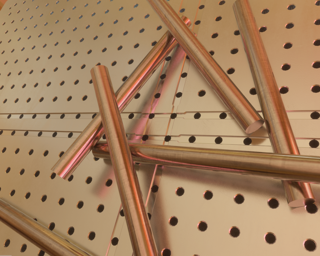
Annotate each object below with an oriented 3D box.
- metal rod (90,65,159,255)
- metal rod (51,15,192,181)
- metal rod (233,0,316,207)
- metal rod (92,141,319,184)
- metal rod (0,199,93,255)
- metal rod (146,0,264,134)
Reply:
[{"bbox_3d":[-0.043,0.048,0.368,0.025,0.025,0.299,-25,63,13],"label":"metal rod"},{"bbox_3d":[-0.046,-0.054,0.446,0.025,0.025,0.300,23,68,36],"label":"metal rod"},{"bbox_3d":[0.127,-0.055,0.375,0.025,0.025,0.300,-16,55,19],"label":"metal rod"},{"bbox_3d":[0.036,0.034,0.350,0.300,0.025,0.025,2,63,36],"label":"metal rod"},{"bbox_3d":[-0.150,0.142,0.400,0.300,0.025,0.025,14,69,33],"label":"metal rod"},{"bbox_3d":[0.045,-0.113,0.430,0.025,0.025,0.299,-33,59,6],"label":"metal rod"}]
